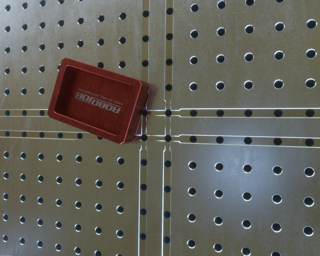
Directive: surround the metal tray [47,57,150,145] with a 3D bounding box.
[{"bbox_3d":[-0.089,-0.039,0.439,0.130,0.030,0.089,19,96,18],"label":"metal tray"}]
